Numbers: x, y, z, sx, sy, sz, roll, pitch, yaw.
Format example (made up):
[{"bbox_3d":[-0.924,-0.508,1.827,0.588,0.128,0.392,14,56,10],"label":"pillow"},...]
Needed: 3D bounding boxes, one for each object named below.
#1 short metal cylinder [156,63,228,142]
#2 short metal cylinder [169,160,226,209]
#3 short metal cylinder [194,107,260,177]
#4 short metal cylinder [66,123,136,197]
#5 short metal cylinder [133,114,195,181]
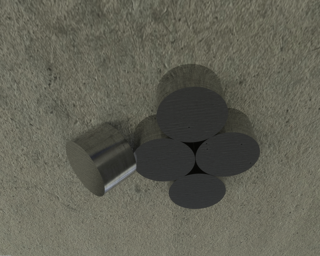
[{"bbox_3d":[0.036,-0.029,0.368,0.081,0.050,0.079,0,130,0],"label":"short metal cylinder"},{"bbox_3d":[0.053,0.075,0.456,0.081,0.050,0.079,0,130,0],"label":"short metal cylinder"},{"bbox_3d":[0.085,0.019,0.409,0.081,0.050,0.079,0,130,0],"label":"short metal cylinder"},{"bbox_3d":[-0.076,0.040,0.399,0.080,0.050,0.079,31,138,33],"label":"short metal cylinder"},{"bbox_3d":[0.005,0.026,0.415,0.081,0.050,0.079,0,130,0],"label":"short metal cylinder"}]
